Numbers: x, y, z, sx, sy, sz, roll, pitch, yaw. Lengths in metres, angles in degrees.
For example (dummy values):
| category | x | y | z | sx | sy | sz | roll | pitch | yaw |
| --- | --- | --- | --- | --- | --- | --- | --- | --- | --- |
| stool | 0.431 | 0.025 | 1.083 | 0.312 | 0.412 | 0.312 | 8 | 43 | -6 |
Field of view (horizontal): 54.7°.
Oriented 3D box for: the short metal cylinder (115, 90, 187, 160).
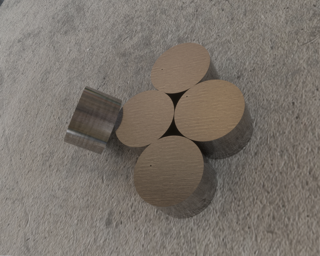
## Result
| category | x | y | z | sx | sy | sz | roll | pitch | yaw |
| --- | --- | --- | --- | --- | --- | --- | --- | --- | --- |
| short metal cylinder | -0.009 | -0.001 | 0.395 | 0.080 | 0.050 | 0.080 | -13 | 56 | 21 |

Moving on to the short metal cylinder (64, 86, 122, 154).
| category | x | y | z | sx | sy | sz | roll | pitch | yaw |
| --- | --- | --- | --- | --- | --- | --- | --- | --- | --- |
| short metal cylinder | -0.090 | -0.010 | 0.416 | 0.080 | 0.050 | 0.080 | -157 | 89 | -78 |

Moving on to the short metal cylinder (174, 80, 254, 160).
| category | x | y | z | sx | sy | sz | roll | pitch | yaw |
| --- | --- | --- | --- | --- | --- | --- | --- | --- | --- |
| short metal cylinder | 0.064 | -0.009 | 0.362 | 0.080 | 0.050 | 0.080 | -13 | 56 | 21 |

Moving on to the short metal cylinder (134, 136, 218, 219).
| category | x | y | z | sx | sy | sz | roll | pitch | yaw |
| --- | --- | --- | --- | --- | --- | --- | --- | --- | --- |
| short metal cylinder | 0.018 | 0.055 | 0.346 | 0.080 | 0.050 | 0.080 | -13 | 56 | 21 |

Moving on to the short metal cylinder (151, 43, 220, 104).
| category | x | y | z | sx | sy | sz | roll | pitch | yaw |
| --- | --- | --- | --- | --- | --- | --- | --- | --- | --- |
| short metal cylinder | 0.035 | -0.065 | 0.411 | 0.080 | 0.050 | 0.080 | -13 | 56 | 21 |
